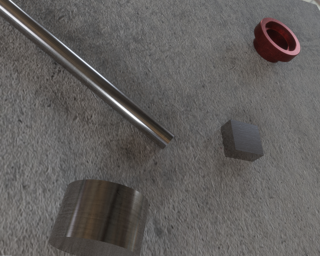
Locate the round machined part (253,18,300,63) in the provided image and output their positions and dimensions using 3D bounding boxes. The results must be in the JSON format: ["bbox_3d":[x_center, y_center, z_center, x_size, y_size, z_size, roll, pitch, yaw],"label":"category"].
[{"bbox_3d":[0.229,-0.171,0.624,0.099,0.042,0.098,14,56,-21],"label":"round machined part"}]

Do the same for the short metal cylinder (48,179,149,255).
[{"bbox_3d":[-0.054,0.088,0.287,0.080,0.080,0.050,21,54,-16],"label":"short metal cylinder"}]

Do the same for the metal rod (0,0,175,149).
[{"bbox_3d":[-0.105,-0.078,0.395,0.300,0.025,0.025,40,51,-2],"label":"metal rod"}]

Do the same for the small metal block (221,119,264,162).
[{"bbox_3d":[0.122,0.019,0.460,0.050,0.025,0.050,12,57,-22],"label":"small metal block"}]
